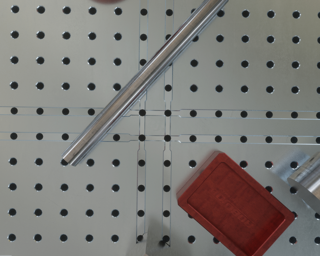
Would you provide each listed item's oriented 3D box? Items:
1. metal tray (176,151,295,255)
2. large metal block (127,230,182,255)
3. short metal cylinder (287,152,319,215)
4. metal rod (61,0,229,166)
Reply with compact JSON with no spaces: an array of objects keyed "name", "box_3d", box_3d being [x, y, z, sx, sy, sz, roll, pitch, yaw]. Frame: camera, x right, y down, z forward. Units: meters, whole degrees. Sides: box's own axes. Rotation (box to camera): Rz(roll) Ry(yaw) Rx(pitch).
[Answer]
[{"name":"metal tray","box_3d":[0.098,0.105,0.412,0.130,0.030,0.090,42,90,-1]},{"name":"large metal block","box_3d":[-0.001,0.184,0.386,0.080,0.080,0.050,38,90,-1]},{"name":"short metal cylinder","box_3d":[0.210,0.076,0.389,0.050,0.080,0.080,-42,91,0]},{"name":"metal rod","box_3d":[-0.020,-0.067,0.413,0.025,0.025,0.300,43,90,-1]}]
